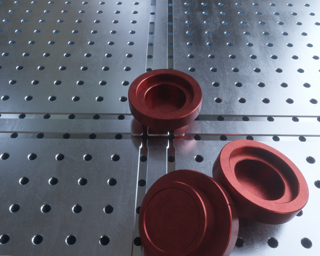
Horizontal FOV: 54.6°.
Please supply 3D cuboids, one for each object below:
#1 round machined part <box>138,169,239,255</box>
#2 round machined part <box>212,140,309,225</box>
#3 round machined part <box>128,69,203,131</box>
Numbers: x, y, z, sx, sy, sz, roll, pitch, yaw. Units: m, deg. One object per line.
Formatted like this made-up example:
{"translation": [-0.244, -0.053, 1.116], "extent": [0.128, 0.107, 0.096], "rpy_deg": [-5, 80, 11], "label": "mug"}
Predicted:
{"translation": [0.020, 0.087, 0.293], "extent": [0.098, 0.042, 0.098], "rpy_deg": [-11, 67, 28], "label": "round machined part"}
{"translation": [0.103, 0.061, 0.334], "extent": [0.099, 0.042, 0.098], "rpy_deg": [12, 39, -9], "label": "round machined part"}
{"translation": [0.007, -0.034, 0.425], "extent": [0.099, 0.042, 0.098], "rpy_deg": [0, 50, 0], "label": "round machined part"}
